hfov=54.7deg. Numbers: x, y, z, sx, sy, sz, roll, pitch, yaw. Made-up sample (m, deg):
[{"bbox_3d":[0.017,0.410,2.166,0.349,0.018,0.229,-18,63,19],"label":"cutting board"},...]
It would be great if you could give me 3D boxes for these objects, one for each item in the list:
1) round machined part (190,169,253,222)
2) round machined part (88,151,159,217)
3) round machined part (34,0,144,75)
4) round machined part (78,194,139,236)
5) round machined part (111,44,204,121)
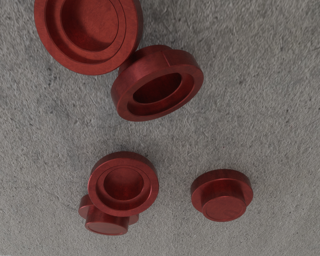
[{"bbox_3d":[0.099,0.113,0.493,0.099,0.042,0.097,0,130,0],"label":"round machined part"},{"bbox_3d":[-0.052,0.076,0.449,0.099,0.042,0.097,-2,113,-5],"label":"round machined part"},{"bbox_3d":[-0.063,-0.103,0.295,0.098,0.042,0.097,4,116,10],"label":"round machined part"},{"bbox_3d":[-0.084,0.144,0.503,0.099,0.042,0.098,3,144,3],"label":"round machined part"},{"bbox_3d":[-0.006,-0.051,0.333,0.099,0.042,0.098,-21,157,-9],"label":"round machined part"}]
